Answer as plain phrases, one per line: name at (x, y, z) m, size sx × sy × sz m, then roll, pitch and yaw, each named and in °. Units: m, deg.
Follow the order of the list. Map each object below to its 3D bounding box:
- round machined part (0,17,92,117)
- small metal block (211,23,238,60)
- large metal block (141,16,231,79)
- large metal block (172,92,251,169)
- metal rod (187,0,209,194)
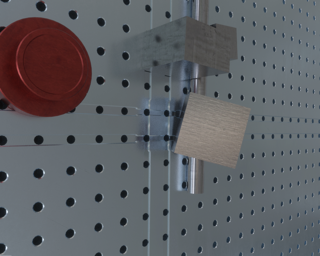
round machined part at (-0.111, -0.059, 0.305) m, size 0.099 × 0.042 × 0.097 m, roll 0°, pitch 90°, yaw -40°
small metal block at (0.096, -0.134, 0.490) m, size 0.050 × 0.025 × 0.050 m, roll -5°, pitch 94°, yaw -40°
large metal block at (0.033, -0.098, 0.401) m, size 0.081 × 0.080 × 0.050 m, roll 5°, pitch 87°, yaw -40°
large metal block at (0.066, 0.003, 0.417) m, size 0.080 × 0.050 × 0.080 m, roll 15°, pitch 88°, yaw -3°
metal rod at (0.056, -0.055, 0.455) m, size 0.025 × 0.025 × 0.298 m, roll 3°, pitch 88°, yaw -40°
